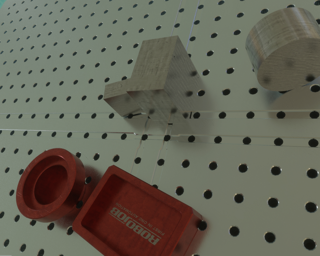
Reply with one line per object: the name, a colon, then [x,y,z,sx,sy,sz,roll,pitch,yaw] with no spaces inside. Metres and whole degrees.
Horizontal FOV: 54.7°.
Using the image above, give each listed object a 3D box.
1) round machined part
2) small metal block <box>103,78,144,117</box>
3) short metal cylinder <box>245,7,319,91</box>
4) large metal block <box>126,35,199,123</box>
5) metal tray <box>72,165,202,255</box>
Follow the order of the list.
round machined part: [-0.142,0.080,0.423,0.098,0.042,0.098,-13,56,21]
small metal block: [-0.044,-0.043,0.442,0.050,0.050,0.025,-12,57,22]
short metal cylinder: [0.144,-0.087,0.351,0.080,0.080,0.050,-19,55,17]
large metal block: [0.008,-0.060,0.406,0.050,0.080,0.080,0,62,28]
metal tray: [-0.030,0.108,0.354,0.130,0.030,0.090,21,73,36]
